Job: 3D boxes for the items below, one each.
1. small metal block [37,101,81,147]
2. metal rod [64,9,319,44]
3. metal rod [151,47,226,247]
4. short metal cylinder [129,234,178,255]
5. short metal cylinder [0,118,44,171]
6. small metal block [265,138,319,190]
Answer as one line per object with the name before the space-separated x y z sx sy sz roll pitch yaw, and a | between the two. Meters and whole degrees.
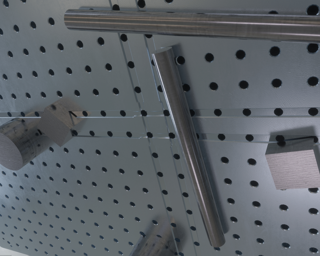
small metal block | -0.162 -0.006 0.493 0.050 0.025 0.050 40 129 0
metal rod | 0.026 -0.110 0.329 0.301 0.025 0.025 10 123 22
metal rod | 0.045 0.041 0.413 0.025 0.025 0.298 -4 117 30
short metal cylinder | -0.014 0.237 0.549 0.080 0.050 0.079 13 124 21
short metal cylinder | -0.255 0.028 0.547 0.080 0.050 0.079 13 124 21
small metal block | 0.155 0.042 0.356 0.050 0.025 0.050 -11 113 33
